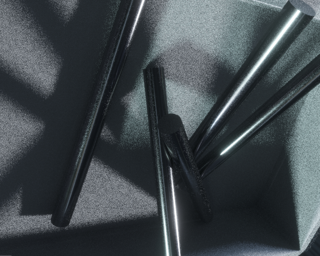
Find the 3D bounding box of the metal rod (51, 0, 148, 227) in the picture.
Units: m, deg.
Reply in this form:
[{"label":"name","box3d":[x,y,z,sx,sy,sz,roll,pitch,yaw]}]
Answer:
[{"label":"metal rod","box3d":[-0.078,-0.006,0.363,0.025,0.025,0.298,9,114,-33]}]

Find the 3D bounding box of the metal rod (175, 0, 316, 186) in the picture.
[{"label":"metal rod","box3d":[0.067,-0.011,0.363,0.025,0.025,0.298,-3,145,-27]}]

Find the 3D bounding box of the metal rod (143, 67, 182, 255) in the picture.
[{"label":"metal rod","box3d":[0.007,0.077,0.384,0.025,0.025,0.298,-9,98,-24]}]

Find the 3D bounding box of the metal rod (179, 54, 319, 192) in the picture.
[{"label":"metal rod","box3d":[0.121,-0.002,0.407,0.025,0.025,0.298,15,133,-35]}]

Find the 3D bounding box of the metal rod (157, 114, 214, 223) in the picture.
[{"label":"metal rod","box3d":[0.046,0.076,0.431,0.025,0.025,0.299,-34,144,-7]}]
